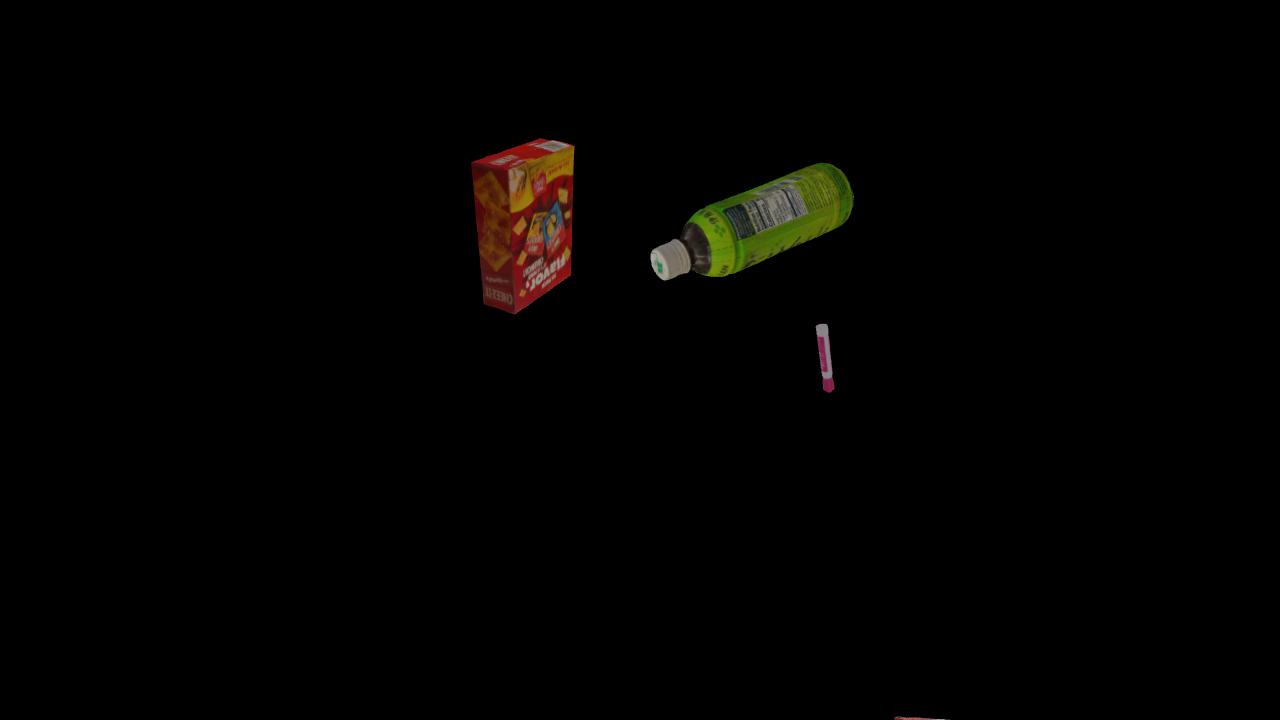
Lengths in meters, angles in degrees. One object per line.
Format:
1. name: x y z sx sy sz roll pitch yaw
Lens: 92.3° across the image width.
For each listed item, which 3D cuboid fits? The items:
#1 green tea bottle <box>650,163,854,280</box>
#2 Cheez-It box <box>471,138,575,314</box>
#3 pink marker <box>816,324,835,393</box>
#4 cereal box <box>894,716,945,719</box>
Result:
1. green tea bottle: 0.105 -0.128 0.590 0.212 0.073 0.073 -23 9 -21
2. Cheez-It box: -0.170 -0.204 0.934 0.071 0.223 0.166 19 37 20
3. pink marker: 0.303 -0.001 1.004 0.020 0.121 0.020 -12 24 5
4. cereal box: 0.329 0.436 0.510 0.081 0.203 0.306 6 -22 -6
